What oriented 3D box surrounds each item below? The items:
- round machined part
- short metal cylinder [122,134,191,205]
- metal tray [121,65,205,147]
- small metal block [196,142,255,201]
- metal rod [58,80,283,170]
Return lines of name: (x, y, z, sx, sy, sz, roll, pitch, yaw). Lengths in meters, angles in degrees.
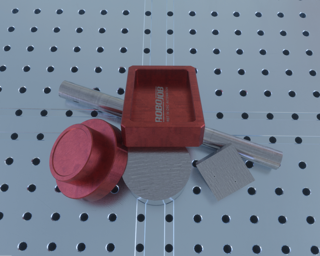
round machined part: (-0.089, 0.033, 0.361, 0.098, 0.042, 0.098, -15, 61, 29)
short metal cylinder: (-0.004, 0.050, 0.376, 0.081, 0.050, 0.080, 0, 70, 0)
metal tray: (0.003, -0.032, 0.386, 0.091, 0.030, 0.130, 0, 41, -1)
small metal block: (0.078, 0.052, 0.377, 0.050, 0.025, 0.050, -31, 89, 6)
metal rod: (0.009, -0.006, 0.410, 0.301, 0.025, 0.025, 19, 71, 6)
